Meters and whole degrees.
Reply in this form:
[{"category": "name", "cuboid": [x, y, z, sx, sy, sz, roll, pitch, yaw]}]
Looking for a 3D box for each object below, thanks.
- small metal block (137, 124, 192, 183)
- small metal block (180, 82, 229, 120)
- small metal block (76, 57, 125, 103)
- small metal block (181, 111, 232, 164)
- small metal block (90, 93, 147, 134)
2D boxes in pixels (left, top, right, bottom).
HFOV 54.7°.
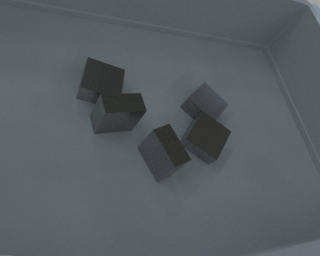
[{"category": "small metal block", "cuboid": [0.004, 0.031, 0.373, 0.025, 0.050, 0.050, -21, 73, -36]}, {"category": "small metal block", "cuboid": [0.067, -0.033, 0.462, 0.050, 0.025, 0.050, 44, 51, 2]}, {"category": "small metal block", "cuboid": [-0.076, -0.057, 0.400, 0.050, 0.025, 0.050, 16, 55, -19]}, {"category": "small metal block", "cuboid": [0.062, 0.013, 0.425, 0.050, 0.025, 0.050, 35, 63, -5]}, {"category": "small metal block", "cuboid": [-0.051, -0.017, 0.372, 0.050, 0.050, 0.025, -5, 64, -31]}]
